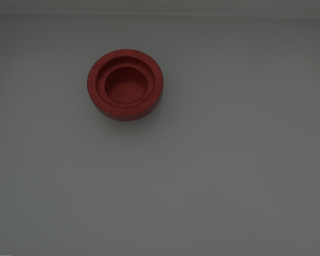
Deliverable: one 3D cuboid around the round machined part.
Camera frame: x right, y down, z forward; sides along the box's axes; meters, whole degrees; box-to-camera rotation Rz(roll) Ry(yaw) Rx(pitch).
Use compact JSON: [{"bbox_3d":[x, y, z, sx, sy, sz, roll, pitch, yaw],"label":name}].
[{"bbox_3d":[-0.045,-0.054,0.420,0.099,0.042,0.098,0,70,-1],"label":"round machined part"}]
